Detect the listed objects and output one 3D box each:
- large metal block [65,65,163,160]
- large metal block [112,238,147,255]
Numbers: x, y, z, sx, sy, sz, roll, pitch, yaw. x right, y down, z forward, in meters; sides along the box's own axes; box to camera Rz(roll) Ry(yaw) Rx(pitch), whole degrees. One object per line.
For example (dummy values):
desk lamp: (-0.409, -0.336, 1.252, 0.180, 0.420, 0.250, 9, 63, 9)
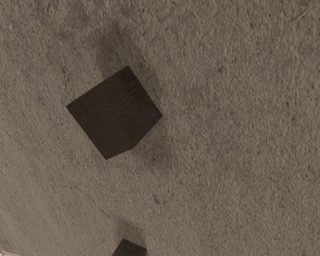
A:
large metal block: (-0.053, -0.020, 0.385, 0.050, 0.080, 0.080, -25, 105, 36)
large metal block: (-0.067, 0.269, 0.571, 0.050, 0.080, 0.079, 18, 125, 17)
